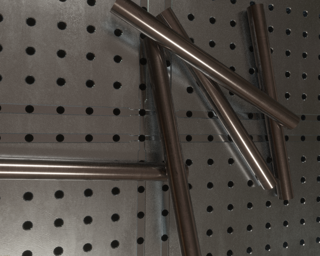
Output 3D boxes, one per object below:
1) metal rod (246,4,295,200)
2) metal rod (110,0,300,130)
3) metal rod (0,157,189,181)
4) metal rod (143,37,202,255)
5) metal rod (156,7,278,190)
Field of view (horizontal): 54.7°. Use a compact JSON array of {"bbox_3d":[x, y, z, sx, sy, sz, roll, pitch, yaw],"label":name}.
[{"bbox_3d":[0.171,-0.037,0.477,0.025,0.025,0.298,-12,94,-20],"label":"metal rod"},{"bbox_3d":[0.072,-0.078,0.412,0.301,0.025,0.025,29,80,-18],"label":"metal rod"},{"bbox_3d":[-0.107,0.050,0.373,0.302,0.025,0.025,4,89,-20],"label":"metal rod"},{"bbox_3d":[0.016,0.028,0.396,0.025,0.025,0.298,-8,84,-20],"label":"metal rod"},{"bbox_3d":[0.086,-0.034,0.445,0.025,0.025,0.299,-38,103,-16],"label":"metal rod"}]
